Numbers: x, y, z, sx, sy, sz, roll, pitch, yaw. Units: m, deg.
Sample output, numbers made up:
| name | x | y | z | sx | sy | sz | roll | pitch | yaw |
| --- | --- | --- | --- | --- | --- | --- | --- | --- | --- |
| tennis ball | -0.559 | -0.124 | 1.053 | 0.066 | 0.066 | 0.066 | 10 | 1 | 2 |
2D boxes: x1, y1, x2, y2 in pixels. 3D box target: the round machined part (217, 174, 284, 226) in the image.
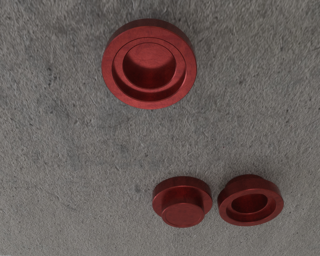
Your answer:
| name | x | y | z | sx | sy | sz | roll | pitch | yaw |
| --- | --- | --- | --- | --- | --- | --- | --- | --- | --- |
| round machined part | 0.140 | 0.111 | 0.492 | 0.099 | 0.042 | 0.097 | 0 | 130 | 0 |

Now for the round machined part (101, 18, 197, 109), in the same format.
| name | x | y | z | sx | sy | sz | roll | pitch | yaw |
| --- | --- | --- | --- | --- | --- | --- | --- | --- | --- |
| round machined part | -0.011 | -0.071 | 0.335 | 0.099 | 0.042 | 0.097 | 0 | 130 | 0 |

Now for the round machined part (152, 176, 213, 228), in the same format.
| name | x | y | z | sx | sy | sz | roll | pitch | yaw |
| --- | --- | --- | --- | --- | --- | --- | --- | --- | --- |
| round machined part | 0.036 | 0.126 | 0.503 | 0.099 | 0.042 | 0.097 | 0 | 130 | 0 |
